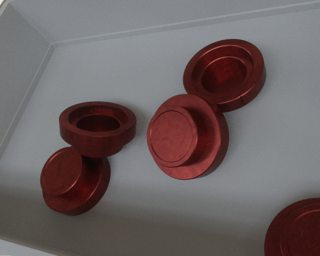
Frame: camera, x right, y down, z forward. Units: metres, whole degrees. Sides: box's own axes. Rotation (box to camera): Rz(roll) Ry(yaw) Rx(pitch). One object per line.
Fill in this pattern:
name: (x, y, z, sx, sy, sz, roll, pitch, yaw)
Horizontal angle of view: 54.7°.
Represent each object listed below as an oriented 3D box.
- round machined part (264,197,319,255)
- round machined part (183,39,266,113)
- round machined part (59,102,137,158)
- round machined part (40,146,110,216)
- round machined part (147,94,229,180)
round machined part: (0.136, 0.102, 0.253, 0.098, 0.042, 0.098, -14, 48, 17)
round machined part: (0.082, -0.060, 0.388, 0.098, 0.042, 0.098, -13, 56, 20)
round machined part: (-0.082, 0.004, 0.412, 0.099, 0.042, 0.098, 5, 29, -3)
round machined part: (-0.120, 0.064, 0.416, 0.098, 0.042, 0.098, -13, 56, 20)
round machined part: (0.024, 0.010, 0.350, 0.098, 0.042, 0.097, -3, 85, 38)
